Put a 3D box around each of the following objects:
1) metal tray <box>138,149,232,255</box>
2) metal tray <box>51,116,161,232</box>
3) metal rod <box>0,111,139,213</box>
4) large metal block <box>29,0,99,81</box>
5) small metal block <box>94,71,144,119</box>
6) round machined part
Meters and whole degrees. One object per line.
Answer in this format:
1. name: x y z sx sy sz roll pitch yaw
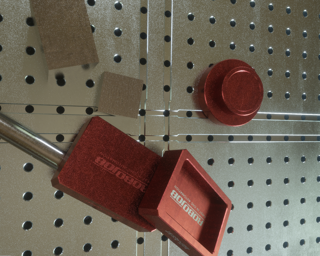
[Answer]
1. metal tray: 0.038 0.099 0.389 0.130 0.030 0.090 49 51 -31
2. metal tray: -0.049 0.057 0.374 0.130 0.030 0.090 35 58 -20
3. metal rod: -0.144 0.021 0.359 0.301 0.025 0.025 35 79 -17
4. large metal block: -0.108 -0.101 0.344 0.050 0.080 0.080 -15 95 -20
5. small metal block: -0.052 -0.040 0.394 0.050 0.025 0.050 11 86 -20
6. round machined part: 0.108 -0.051 0.445 0.099 0.042 0.097 0 90 -21
